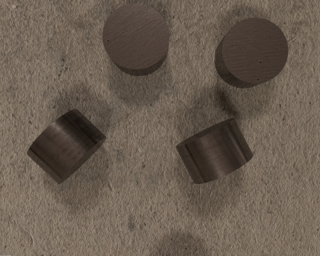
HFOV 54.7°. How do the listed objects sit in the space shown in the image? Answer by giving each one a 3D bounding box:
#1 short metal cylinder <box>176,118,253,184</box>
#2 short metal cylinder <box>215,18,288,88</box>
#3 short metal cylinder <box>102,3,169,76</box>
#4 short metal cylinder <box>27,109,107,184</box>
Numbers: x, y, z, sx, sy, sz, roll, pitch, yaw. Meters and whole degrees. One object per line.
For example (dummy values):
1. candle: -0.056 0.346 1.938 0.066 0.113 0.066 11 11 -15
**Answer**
1. short metal cylinder: 0.066 0.028 0.383 0.080 0.080 0.050 -27 90 0
2. short metal cylinder: 0.115 -0.094 0.399 0.081 0.050 0.079 0 90 -1
3. short metal cylinder: -0.029 -0.110 0.397 0.081 0.050 0.079 0 90 -1
4. short metal cylinder: -0.113 0.023 0.381 0.050 0.080 0.080 44 90 -1
